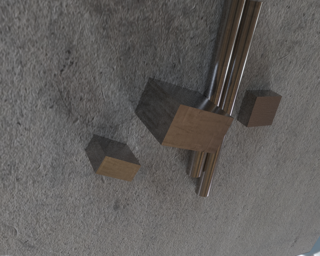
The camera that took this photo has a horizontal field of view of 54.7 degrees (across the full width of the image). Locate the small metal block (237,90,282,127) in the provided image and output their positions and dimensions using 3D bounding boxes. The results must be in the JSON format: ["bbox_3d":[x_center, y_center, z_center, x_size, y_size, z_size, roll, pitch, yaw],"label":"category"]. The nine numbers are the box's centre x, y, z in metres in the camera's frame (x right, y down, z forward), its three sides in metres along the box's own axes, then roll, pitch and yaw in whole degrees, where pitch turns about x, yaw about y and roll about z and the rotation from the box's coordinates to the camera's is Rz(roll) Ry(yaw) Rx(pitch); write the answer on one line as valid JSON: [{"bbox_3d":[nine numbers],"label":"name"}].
[{"bbox_3d":[0.152,-0.030,0.474,0.050,0.025,0.050,-4,121,-27],"label":"small metal block"}]

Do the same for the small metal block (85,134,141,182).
[{"bbox_3d":[-0.059,0.037,0.383,0.050,0.050,0.025,21,107,-37],"label":"small metal block"}]

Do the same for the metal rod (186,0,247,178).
[{"bbox_3d":[0.074,-0.061,0.411,0.025,0.025,0.298,-6,121,-26],"label":"metal rod"}]

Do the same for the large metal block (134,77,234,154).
[{"bbox_3d":[0.027,-0.015,0.378,0.081,0.080,0.050,11,113,-34],"label":"large metal block"}]

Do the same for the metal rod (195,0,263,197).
[{"bbox_3d":[0.091,-0.024,0.443,0.025,0.025,0.298,-6,121,-26],"label":"metal rod"}]
